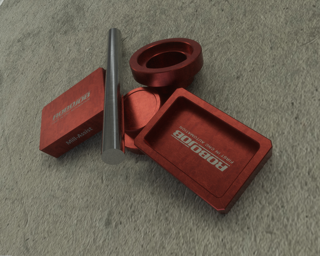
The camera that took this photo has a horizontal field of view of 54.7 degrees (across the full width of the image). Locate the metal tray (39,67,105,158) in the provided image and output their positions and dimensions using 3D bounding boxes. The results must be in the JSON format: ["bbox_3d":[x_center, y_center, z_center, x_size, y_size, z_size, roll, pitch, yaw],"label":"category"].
[{"bbox_3d":[-0.123,-0.023,0.467,0.130,0.030,0.090,-30,49,19],"label":"metal tray"}]

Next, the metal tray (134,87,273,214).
[{"bbox_3d":[0.046,0.021,0.351,0.130,0.030,0.090,35,81,28],"label":"metal tray"}]

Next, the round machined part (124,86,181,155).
[{"bbox_3d":[-0.021,-0.016,0.416,0.098,0.042,0.098,-13,56,21],"label":"round machined part"}]

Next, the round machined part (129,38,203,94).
[{"bbox_3d":[0.011,-0.083,0.426,0.098,0.042,0.098,-9,38,7],"label":"round machined part"}]

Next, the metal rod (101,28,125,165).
[{"bbox_3d":[-0.065,-0.068,0.438,0.025,0.025,0.300,-24,40,13],"label":"metal rod"}]
